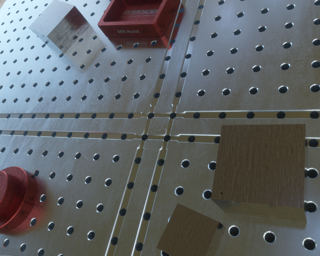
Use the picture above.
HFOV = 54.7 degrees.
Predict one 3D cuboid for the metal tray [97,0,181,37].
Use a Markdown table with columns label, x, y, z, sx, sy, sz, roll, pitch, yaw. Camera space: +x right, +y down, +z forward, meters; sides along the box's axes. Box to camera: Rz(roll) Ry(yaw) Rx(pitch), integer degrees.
| label | x | y | z | sx | sy | sz | roll | pitch | yaw |
| --- | --- | --- | --- | --- | --- | --- | --- | --- | --- |
| metal tray | -0.039 | -0.206 | 0.551 | 0.130 | 0.030 | 0.090 | 11 | 67 | 32 |

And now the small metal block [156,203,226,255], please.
| label | x | y | z | sx | sy | sz | roll | pitch | yaw |
| --- | --- | --- | --- | --- | --- | --- | --- | --- | --- |
| small metal block | 0.033 | 0.114 | 0.321 | 0.050 | 0.025 | 0.050 | 17 | 70 | 34 |

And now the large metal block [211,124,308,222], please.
| label | x | y | z | sx | sy | sz | roll | pitch | yaw |
| --- | --- | --- | --- | --- | --- | --- | --- | --- | --- |
| large metal block | 0.103 | 0.043 | 0.312 | 0.080 | 0.050 | 0.080 | -1 | 61 | 28 |

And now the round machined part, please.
| label | x | y | z | sx | sy | sz | roll | pitch | yaw |
| --- | --- | --- | --- | --- | --- | --- | --- | --- | --- |
| round machined part | -0.235 | 0.102 | 0.459 | 0.098 | 0.042 | 0.098 | -13 | 56 | 21 |

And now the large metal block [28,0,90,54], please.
| label | x | y | z | sx | sy | sz | roll | pitch | yaw |
| --- | --- | --- | --- | --- | --- | --- | --- | --- | --- |
| large metal block | -0.203 | -0.206 | 0.626 | 0.080 | 0.050 | 0.080 | 31 | 79 | 38 |
